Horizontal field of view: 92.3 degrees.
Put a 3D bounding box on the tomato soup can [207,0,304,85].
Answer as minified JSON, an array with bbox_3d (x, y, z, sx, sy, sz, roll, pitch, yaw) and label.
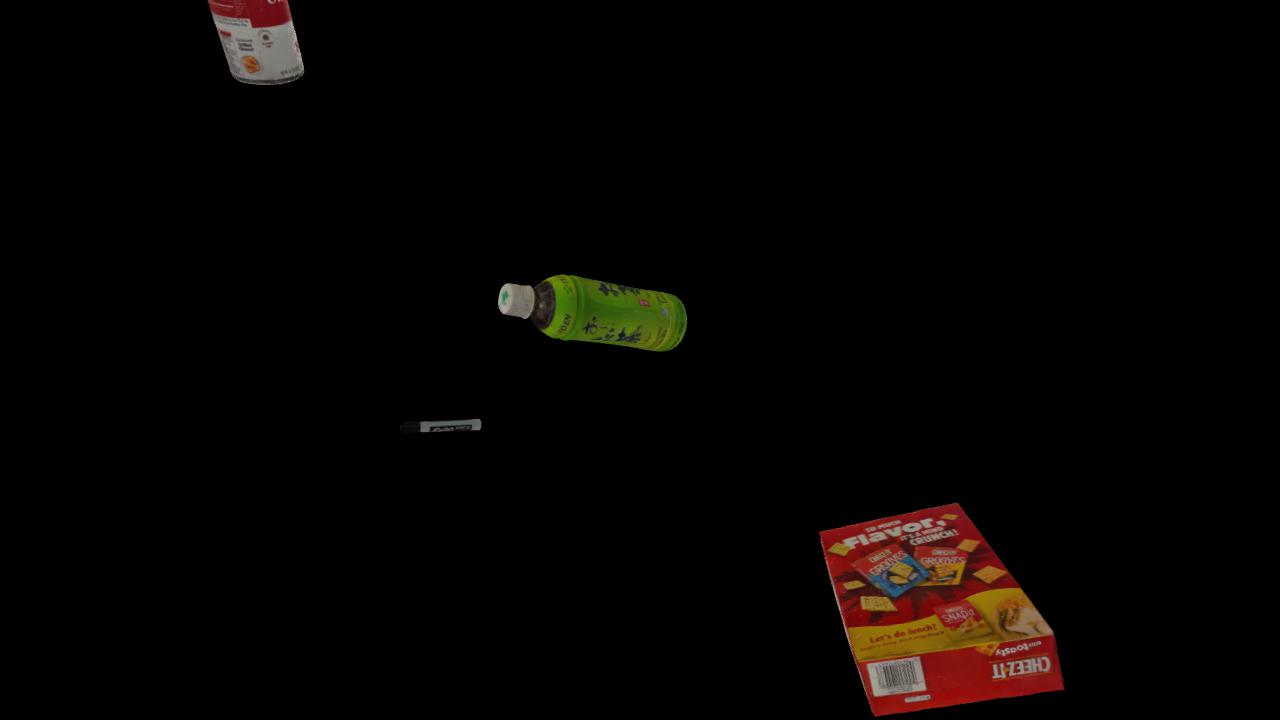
[{"bbox_3d":[-0.365,-0.322,0.581,0.068,0.101,0.068,5,42,-4],"label":"tomato soup can"}]

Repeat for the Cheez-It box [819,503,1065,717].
[{"bbox_3d":[0.289,0.244,0.636,0.166,0.071,0.223,-15,14,10],"label":"Cheez-It box"}]

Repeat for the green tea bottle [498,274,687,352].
[{"bbox_3d":[-0.048,-0.050,0.656,0.212,0.073,0.073,4,-2,-37],"label":"green tea bottle"}]

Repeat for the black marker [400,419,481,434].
[{"bbox_3d":[-0.309,0.103,0.956,0.121,0.020,0.020,1,0,-30],"label":"black marker"}]
